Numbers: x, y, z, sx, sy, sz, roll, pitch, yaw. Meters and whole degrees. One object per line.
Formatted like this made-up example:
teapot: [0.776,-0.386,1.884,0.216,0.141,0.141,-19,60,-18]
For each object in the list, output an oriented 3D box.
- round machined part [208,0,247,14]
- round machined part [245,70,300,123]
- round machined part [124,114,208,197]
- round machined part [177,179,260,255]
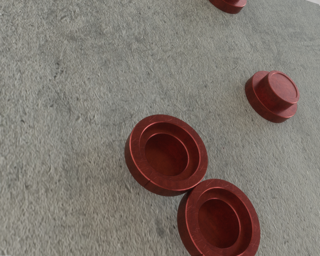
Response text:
round machined part: [0.141,-0.289,0.645,0.099,0.042,0.098,14,56,-21]
round machined part: [0.201,-0.061,0.538,0.099,0.042,0.098,14,56,-21]
round machined part: [0.004,0.036,0.371,0.099,0.042,0.098,13,55,-19]
round machined part: [0.063,0.112,0.358,0.099,0.042,0.098,14,56,-21]
